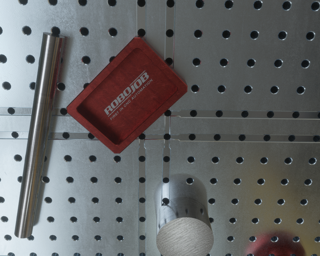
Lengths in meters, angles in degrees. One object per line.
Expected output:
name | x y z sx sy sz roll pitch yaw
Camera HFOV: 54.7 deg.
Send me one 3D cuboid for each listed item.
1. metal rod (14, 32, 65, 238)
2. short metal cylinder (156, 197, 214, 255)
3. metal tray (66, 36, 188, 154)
metal rod | -0.167 0.024 0.419 0.025 0.025 0.298 14 109 -6
short metal cylinder | 0.035 0.149 0.456 0.081 0.050 0.079 0 110 -1
metal tray | -0.041 -0.040 0.395 0.130 0.030 0.090 -42 105 13
